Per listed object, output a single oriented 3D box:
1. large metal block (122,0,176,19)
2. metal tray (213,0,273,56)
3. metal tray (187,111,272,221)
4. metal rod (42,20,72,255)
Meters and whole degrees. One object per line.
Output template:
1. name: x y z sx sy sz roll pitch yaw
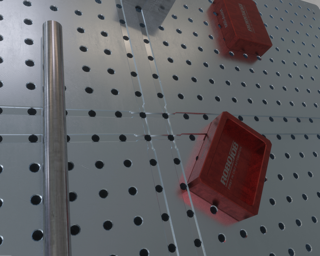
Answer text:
1. large metal block: -0.016 -0.249 0.535 0.081 0.050 0.080 15 56 -20
2. metal tray: 0.164 -0.211 0.622 0.091 0.030 0.130 5 60 -26
3. metal tray: 0.101 0.049 0.429 0.090 0.030 0.130 33 51 -7
4. metal rod: -0.118 -0.002 0.345 0.025 0.025 0.299 3 60 -27
